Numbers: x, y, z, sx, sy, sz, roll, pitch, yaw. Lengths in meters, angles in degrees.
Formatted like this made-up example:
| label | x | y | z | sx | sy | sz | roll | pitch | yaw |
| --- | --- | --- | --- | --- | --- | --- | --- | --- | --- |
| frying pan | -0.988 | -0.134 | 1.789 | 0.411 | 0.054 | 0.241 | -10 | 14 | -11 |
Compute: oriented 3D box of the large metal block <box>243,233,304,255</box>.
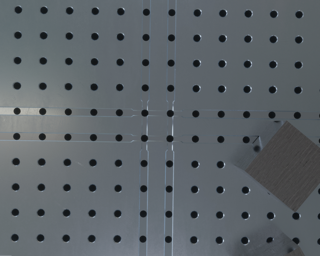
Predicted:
| label | x | y | z | sx | sy | sz | roll | pitch | yaw |
| --- | --- | --- | --- | --- | --- | --- | --- | --- | --- |
| large metal block | 0.155 | 0.199 | 0.402 | 0.080 | 0.050 | 0.080 | -30 | 90 | 0 |

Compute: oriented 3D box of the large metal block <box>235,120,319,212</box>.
| label | x | y | z | sx | sy | sz | roll | pitch | yaw |
| --- | --- | --- | --- | --- | --- | --- | --- | --- | --- |
| large metal block | 0.159 | 0.047 | 0.402 | 0.080 | 0.050 | 0.080 | 40 | 90 | 0 |
